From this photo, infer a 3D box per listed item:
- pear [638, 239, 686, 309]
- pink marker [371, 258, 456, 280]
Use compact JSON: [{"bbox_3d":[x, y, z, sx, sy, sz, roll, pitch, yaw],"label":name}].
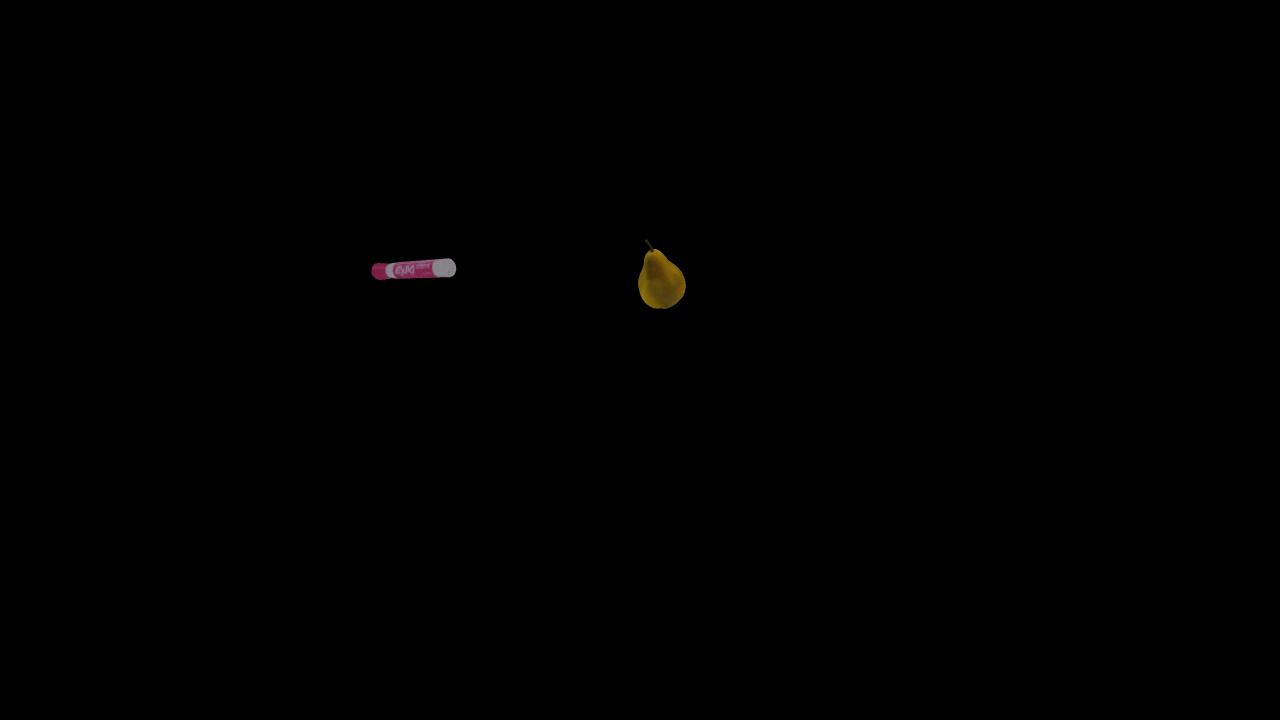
[{"bbox_3d":[0.030,-0.133,0.945,0.080,0.080,0.111,0,-39,12],"label":"pear"},{"bbox_3d":[-0.242,-0.095,0.649,0.121,0.020,0.020,3,2,32],"label":"pink marker"}]
